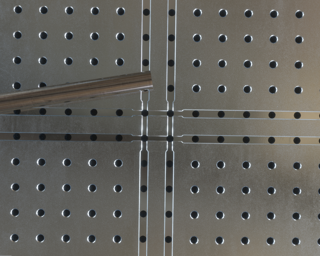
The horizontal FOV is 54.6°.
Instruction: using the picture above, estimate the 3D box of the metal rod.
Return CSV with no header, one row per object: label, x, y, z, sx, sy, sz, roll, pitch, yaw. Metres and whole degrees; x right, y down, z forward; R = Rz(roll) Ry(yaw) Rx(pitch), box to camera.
metal rod,-0.160,-0.041,0.412,0.302,0.025,0.025,-9,90,0
